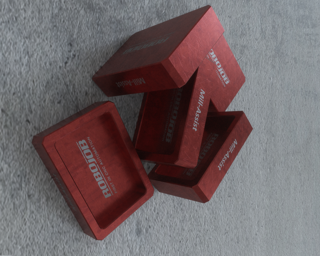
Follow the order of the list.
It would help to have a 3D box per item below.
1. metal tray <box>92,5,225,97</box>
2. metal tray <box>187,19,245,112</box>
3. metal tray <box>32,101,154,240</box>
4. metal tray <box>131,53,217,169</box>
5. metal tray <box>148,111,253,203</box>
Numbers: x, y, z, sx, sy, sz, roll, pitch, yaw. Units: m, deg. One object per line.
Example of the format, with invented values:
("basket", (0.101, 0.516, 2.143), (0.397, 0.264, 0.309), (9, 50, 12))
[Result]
("metal tray", (-0.007, -0.078, 0.334), (0.030, 0.130, 0.090), (52, 59, -28))
("metal tray", (0.073, -0.094, 0.466), (0.090, 0.030, 0.130), (-52, 121, -27))
("metal tray", (-0.068, 0.046, 0.347), (0.091, 0.030, 0.129), (-36, 112, -34))
("metal tray", (0.014, -0.020, 0.377), (0.030, 0.090, 0.129), (21, 77, -39))
("metal tray", (0.054, 0.032, 0.411), (0.130, 0.090, 0.030), (-51, 121, -28))
